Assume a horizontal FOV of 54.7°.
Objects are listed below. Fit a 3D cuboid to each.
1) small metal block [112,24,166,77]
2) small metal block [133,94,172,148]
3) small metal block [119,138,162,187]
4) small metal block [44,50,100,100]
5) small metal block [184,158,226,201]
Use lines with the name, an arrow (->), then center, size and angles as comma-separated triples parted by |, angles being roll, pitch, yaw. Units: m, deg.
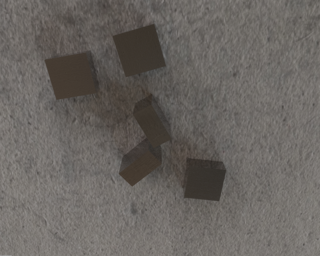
small metal block -> -0.024, -0.094, 0.375 | 0.050, 0.025, 0.050 | -15, 110, 5
small metal block -> -0.009, -0.010, 0.393 | 0.025, 0.050, 0.050 | -27, 108, 9
small metal block -> -0.025, 0.043, 0.412 | 0.050, 0.050, 0.025 | -39, 106, 13
small metal block -> -0.107, -0.066, 0.384 | 0.050, 0.025, 0.050 | -9, 110, 3
small metal block -> 0.062, 0.073, 0.438 | 0.050, 0.025, 0.050 | 7, 110, -3
